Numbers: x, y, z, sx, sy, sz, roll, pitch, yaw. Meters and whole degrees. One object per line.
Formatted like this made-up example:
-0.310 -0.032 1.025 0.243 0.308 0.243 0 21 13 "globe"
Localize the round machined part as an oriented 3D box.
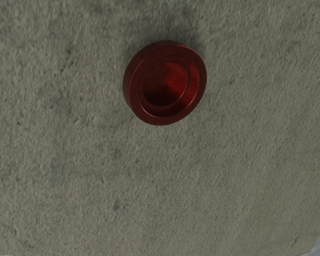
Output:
0.002 -0.055 0.364 0.099 0.042 0.097 -14 125 -21 "round machined part"
